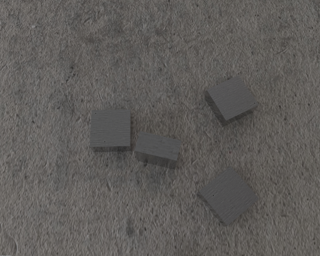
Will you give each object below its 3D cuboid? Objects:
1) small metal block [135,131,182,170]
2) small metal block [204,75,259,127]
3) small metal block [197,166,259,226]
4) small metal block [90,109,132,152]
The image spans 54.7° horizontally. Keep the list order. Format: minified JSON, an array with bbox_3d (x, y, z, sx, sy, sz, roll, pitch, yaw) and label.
[{"bbox_3d":[-0.002,0.029,0.384,0.050,0.050,0.025,13,71,4],"label":"small metal block"},{"bbox_3d":[0.096,-0.037,0.422,0.050,0.025,0.050,-25,72,-9],"label":"small metal block"},{"bbox_3d":[0.082,0.083,0.378,0.050,0.025,0.050,-36,74,-12],"label":"small metal block"},{"bbox_3d":[-0.063,0.004,0.406,0.050,0.025,0.050,-1,70,-1],"label":"small metal block"}]
